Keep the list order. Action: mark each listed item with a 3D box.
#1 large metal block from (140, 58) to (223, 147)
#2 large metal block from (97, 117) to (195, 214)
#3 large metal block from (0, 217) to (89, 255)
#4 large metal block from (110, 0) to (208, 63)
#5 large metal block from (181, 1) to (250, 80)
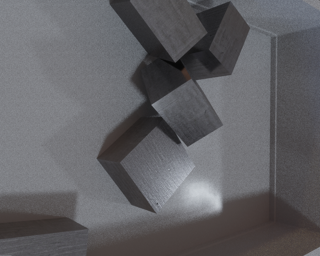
[{"bbox_3d":[0.025,-0.038,0.378,0.050,0.080,0.080,-33,128,12],"label":"large metal block"},{"bbox_3d":[-0.014,0.042,0.378,0.080,0.050,0.080,-46,118,-30],"label":"large metal block"},{"bbox_3d":[-0.119,0.133,0.291,0.081,0.050,0.080,8,85,-40],"label":"large metal block"},{"bbox_3d":[-0.004,-0.127,0.359,0.050,0.080,0.080,-44,119,-4],"label":"large metal block"},{"bbox_3d":[0.065,-0.115,0.424,0.050,0.080,0.080,38,67,-34],"label":"large metal block"}]
